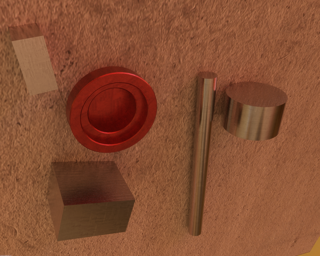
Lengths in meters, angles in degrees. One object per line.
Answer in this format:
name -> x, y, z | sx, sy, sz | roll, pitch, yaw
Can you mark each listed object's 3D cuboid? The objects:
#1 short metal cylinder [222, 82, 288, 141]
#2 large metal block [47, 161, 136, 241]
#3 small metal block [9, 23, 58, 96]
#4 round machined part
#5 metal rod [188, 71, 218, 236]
short metal cylinder -> 0.129, -0.025, 0.428 | 0.081, 0.080, 0.050 | -13, 124, -22
large metal block -> -0.087, 0.084, 0.377 | 0.081, 0.080, 0.050 | 3, 117, -30
small metal block -> -0.117, -0.065, 0.287 | 0.025, 0.050, 0.050 | -18, 126, -19
round machined part -> -0.057, -0.024, 0.351 | 0.099, 0.042, 0.097 | -14, 125, -21
metal rod -> 0.062, 0.058, 0.478 | 0.025, 0.025, 0.298 | -14, 125, -21
